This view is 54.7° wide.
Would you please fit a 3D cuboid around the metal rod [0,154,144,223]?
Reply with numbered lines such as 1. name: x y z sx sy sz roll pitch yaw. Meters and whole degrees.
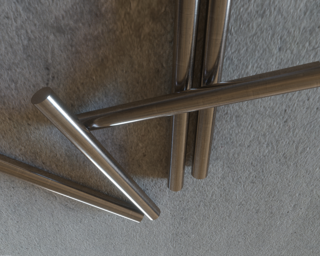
1. metal rod: -0.158 0.088 0.479 0.301 0.025 0.025 27 125 -22

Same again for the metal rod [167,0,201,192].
1. metal rod: 0.026 -0.024 0.386 0.025 0.025 0.298 0 130 -1

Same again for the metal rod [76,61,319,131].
1. metal rod: 0.017 -0.027 0.351 0.301 0.025 0.025 -10 130 21

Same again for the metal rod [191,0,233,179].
1. metal rod: 0.058 -0.046 0.369 0.025 0.025 0.298 -1 130 0

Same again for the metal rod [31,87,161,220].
1. metal rod: -0.067 0.056 0.427 0.025 0.025 0.299 -18 136 14
